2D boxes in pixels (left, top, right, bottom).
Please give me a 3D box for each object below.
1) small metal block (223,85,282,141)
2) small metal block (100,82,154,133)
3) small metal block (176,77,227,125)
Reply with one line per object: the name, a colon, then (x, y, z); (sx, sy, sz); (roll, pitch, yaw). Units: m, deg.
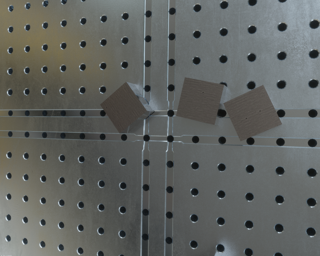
small metal block: (0.111, -0.017, 0.373); (0.050, 0.025, 0.050); (-25, 82, 18)
small metal block: (-0.046, -0.027, 0.429); (0.050, 0.025, 0.050); (-39, 78, 16)
small metal block: (0.053, -0.034, 0.394); (0.050, 0.025, 0.050); (14, 95, 19)
